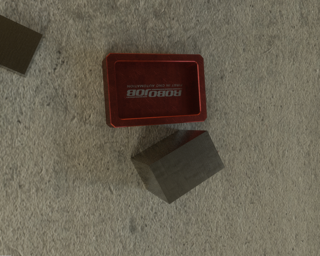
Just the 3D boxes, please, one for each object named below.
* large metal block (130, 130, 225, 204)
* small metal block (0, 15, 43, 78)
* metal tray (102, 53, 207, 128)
[{"bbox_3d":[0.019,0.043,0.388,0.080,0.080,0.050,-30,100,-18],"label":"large metal block"},{"bbox_3d":[-0.167,-0.091,0.347,0.050,0.025,0.050,23,82,-19],"label":"small metal block"},{"bbox_3d":[-0.005,-0.049,0.405,0.131,0.030,0.089,-4,92,-20],"label":"metal tray"}]
